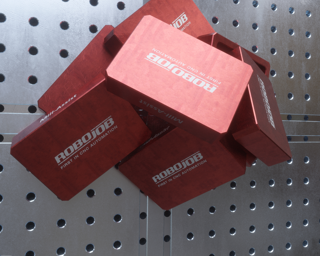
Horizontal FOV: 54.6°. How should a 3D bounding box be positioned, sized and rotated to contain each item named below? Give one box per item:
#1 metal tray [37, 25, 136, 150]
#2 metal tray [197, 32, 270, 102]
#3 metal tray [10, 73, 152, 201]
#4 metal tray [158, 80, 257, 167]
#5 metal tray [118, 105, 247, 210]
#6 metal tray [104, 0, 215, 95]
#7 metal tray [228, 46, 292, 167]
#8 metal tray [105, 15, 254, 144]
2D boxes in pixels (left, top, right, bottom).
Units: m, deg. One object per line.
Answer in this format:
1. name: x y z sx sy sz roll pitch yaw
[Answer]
1. metal tray: -0.072 -0.049 0.382 0.090 0.030 0.130 41 77 -16
2. metal tray: 0.097 -0.063 0.422 0.131 0.030 0.090 12 85 -40
3. metal tray: -0.086 0.011 0.354 0.130 0.030 0.090 -38 118 -5
4. metal tray: 0.062 -0.008 0.401 0.130 0.090 0.030 46 76 -14
5. metal tray: 0.024 0.041 0.372 0.090 0.130 0.030 45 34 -16
6. metal tray: 0.005 -0.114 0.391 0.090 0.030 0.130 49 61 -15
7. metal tray: 0.118 -0.028 0.386 0.090 0.030 0.130 33 43 -38
8. metal tray: 0.021 -0.052 0.324 0.130 0.030 0.090 27 66 2
